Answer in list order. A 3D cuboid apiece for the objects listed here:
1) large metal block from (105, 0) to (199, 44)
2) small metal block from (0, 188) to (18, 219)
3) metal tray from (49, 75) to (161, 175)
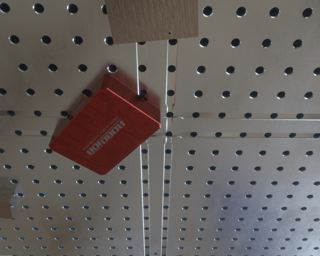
[{"bbox_3d":[-0.008,-0.129,0.285,0.080,0.050,0.080,-4,130,3],"label":"large metal block"},{"bbox_3d":[-0.269,0.124,0.515,0.050,0.025,0.050,9,130,-8],"label":"small metal block"},{"bbox_3d":[-0.073,0.002,0.409,0.090,0.030,0.130,34,122,-26],"label":"metal tray"}]
